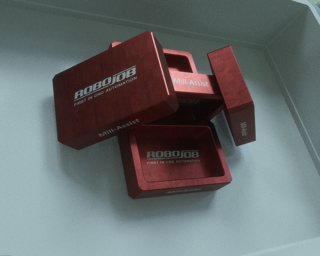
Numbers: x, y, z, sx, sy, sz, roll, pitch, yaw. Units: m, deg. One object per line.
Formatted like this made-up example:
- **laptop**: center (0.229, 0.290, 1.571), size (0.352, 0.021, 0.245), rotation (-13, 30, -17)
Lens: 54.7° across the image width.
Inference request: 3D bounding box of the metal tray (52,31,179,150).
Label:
- **metal tray**: center (-0.053, -0.039, 0.340), size (0.030, 0.130, 0.090), rotation (41, 32, -60)

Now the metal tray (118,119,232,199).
- **metal tray**: center (0.019, 0.035, 0.387), size (0.131, 0.030, 0.090), rotation (1, 61, -29)

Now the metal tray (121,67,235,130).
- **metal tray**: center (0.016, -0.031, 0.390), size (0.131, 0.090, 0.030), rotation (1, 62, -29)

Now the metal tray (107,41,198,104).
- **metal tray**: center (-0.006, -0.071, 0.440), size (0.131, 0.030, 0.090), rotation (0, 62, -29)

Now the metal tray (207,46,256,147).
- **metal tray**: center (0.100, -0.038, 0.421), size (0.030, 0.130, 0.090), rotation (-19, 64, 10)
